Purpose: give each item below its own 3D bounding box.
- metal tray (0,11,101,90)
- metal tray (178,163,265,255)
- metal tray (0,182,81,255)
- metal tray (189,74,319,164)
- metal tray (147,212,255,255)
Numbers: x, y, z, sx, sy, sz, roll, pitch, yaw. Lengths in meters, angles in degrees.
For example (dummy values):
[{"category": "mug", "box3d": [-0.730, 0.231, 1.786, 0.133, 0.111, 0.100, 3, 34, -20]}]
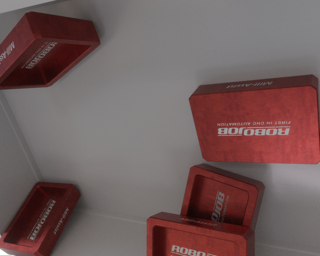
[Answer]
[{"category": "metal tray", "box3d": [-0.149, -0.090, 0.386, 0.130, 0.091, 0.030, -26, 83, 37]}, {"category": "metal tray", "box3d": [0.072, 0.120, 0.396, 0.090, 0.030, 0.129, 15, 98, 31]}, {"category": "metal tray", "box3d": [-0.208, 0.158, 0.542, 0.090, 0.130, 0.030, -1, 135, 24]}, {"category": "metal tray", "box3d": [0.105, -0.006, 0.346, 0.130, 0.030, 0.089, -2, 118, 29]}, {"category": "metal tray", "box3d": [0.045, 0.159, 0.376, 0.130, 0.030, 0.089, 1, 90, 32]}]
